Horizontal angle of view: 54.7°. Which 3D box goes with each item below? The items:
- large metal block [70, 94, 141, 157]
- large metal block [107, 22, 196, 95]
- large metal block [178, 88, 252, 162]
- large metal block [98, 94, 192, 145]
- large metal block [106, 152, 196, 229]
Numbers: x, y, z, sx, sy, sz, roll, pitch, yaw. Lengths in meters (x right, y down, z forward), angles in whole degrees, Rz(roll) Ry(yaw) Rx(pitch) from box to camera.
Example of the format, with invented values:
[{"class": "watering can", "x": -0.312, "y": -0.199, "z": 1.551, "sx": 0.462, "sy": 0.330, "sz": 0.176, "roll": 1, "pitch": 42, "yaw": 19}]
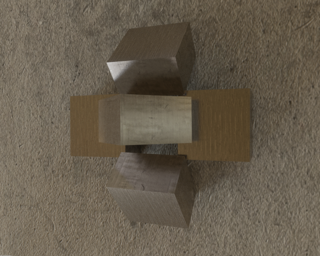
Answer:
[{"class": "large metal block", "x": -0.073, "y": -0.003, "z": 0.421, "sx": 0.080, "sy": 0.050, "sz": 0.079, "roll": 0, "pitch": 90, "yaw": 19}, {"class": "large metal block", "x": -0.006, "y": -0.083, "z": 0.376, "sx": 0.080, "sy": 0.080, "sz": 0.050, "roll": 0, "pitch": 134, "yaw": 20}, {"class": "large metal block", "x": 0.067, "y": -0.003, "z": 0.370, "sx": 0.080, "sy": 0.050, "sz": 0.079, "roll": 0, "pitch": 90, "yaw": 19}, {"class": "large metal block", "x": -0.020, "y": -0.008, "z": 0.352, "sx": 0.080, "sy": 0.081, "sz": 0.050, "roll": 0, "pitch": 90, "yaw": 64}, {"class": "large metal block", "x": -0.006, "y": 0.076, "z": 0.376, "sx": 0.080, "sy": 0.080, "sz": 0.050, "roll": 1, "pitch": 47, "yaw": 20}]
